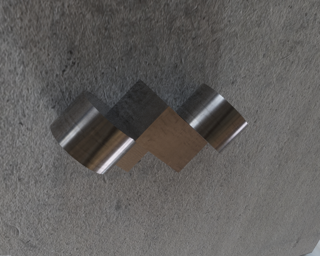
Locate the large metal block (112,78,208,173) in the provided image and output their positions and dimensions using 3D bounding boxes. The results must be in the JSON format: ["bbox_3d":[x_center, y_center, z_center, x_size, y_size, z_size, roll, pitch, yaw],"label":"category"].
[{"bbox_3d":[-0.002,-0.004,0.371,0.050,0.080,0.080,-47,130,4],"label":"large metal block"}]

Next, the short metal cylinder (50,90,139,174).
[{"bbox_3d":[-0.070,0.004,0.337,0.050,0.080,0.080,-46,129,4],"label":"short metal cylinder"}]

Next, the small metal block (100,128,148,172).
[{"bbox_3d":[-0.045,0.022,0.398,0.050,0.025,0.050,-46,129,4],"label":"small metal block"}]

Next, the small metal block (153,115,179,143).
[{"bbox_3d":[0.026,0.016,0.433,0.050,0.025,0.050,-46,129,4],"label":"small metal block"}]

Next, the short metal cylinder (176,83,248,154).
[{"bbox_3d":[0.066,-0.012,0.402,0.050,0.080,0.080,-46,129,4],"label":"short metal cylinder"}]
